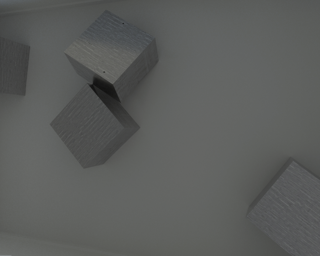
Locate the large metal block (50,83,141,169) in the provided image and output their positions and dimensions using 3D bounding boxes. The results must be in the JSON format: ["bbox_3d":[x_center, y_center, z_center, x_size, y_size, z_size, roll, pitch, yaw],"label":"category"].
[{"bbox_3d":[-0.089,-0.003,0.429,0.080,0.050,0.080,-44,77,15],"label":"large metal block"}]

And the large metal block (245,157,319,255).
[{"bbox_3d":[0.155,0.090,0.342,0.080,0.050,0.080,38,102,16],"label":"large metal block"}]

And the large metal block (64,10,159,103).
[{"bbox_3d":[-0.060,-0.093,0.402,0.080,0.050,0.080,34,74,16],"label":"large metal block"}]

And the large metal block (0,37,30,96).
[{"bbox_3d":[-0.251,-0.095,0.470,0.050,0.080,0.079,8,93,20],"label":"large metal block"}]
